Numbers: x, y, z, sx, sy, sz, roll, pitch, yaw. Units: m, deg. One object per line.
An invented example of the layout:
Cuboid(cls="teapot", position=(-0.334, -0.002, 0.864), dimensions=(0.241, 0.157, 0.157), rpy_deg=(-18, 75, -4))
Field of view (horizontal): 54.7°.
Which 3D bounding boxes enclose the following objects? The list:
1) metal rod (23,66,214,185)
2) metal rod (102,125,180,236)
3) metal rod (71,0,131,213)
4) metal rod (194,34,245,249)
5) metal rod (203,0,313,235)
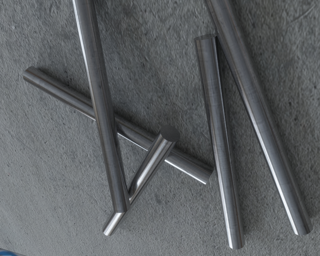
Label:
Cuboid(cls="metal rod", position=(-0.064, -0.008, 0.435), dimensions=(0.301, 0.025, 0.025), rpy_deg=(29, 128, 9))
Cuboid(cls="metal rod", position=(-0.041, 0.097, 0.467), dimensions=(0.025, 0.025, 0.298), rpy_deg=(35, 135, 5))
Cuboid(cls="metal rod", position=(-0.073, -0.023, 0.403), dimensions=(0.025, 0.025, 0.298), rpy_deg=(2, 111, 27))
Cuboid(cls="metal rod", position=(0.079, 0.036, 0.387), dimensions=(0.025, 0.025, 0.298), rpy_deg=(1, 119, 28))
Cuboid(cls="metal rod", position=(0.116, -0.002, 0.344), dimensions=(0.025, 0.025, 0.299), rpy_deg=(-14, 112, 34))
